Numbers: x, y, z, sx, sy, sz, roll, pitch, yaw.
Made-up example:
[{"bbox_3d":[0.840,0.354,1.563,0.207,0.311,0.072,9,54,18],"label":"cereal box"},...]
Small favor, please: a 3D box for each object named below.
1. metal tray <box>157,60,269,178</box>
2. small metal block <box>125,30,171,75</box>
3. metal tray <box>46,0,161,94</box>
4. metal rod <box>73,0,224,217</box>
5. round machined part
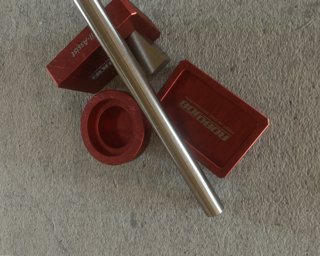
[{"bbox_3d":[0.056,-0.012,0.387,0.130,0.030,0.090,39,102,15],"label":"metal tray"},{"bbox_3d":[-0.015,-0.096,0.396,0.050,0.050,0.025,45,107,-1],"label":"small metal block"},{"bbox_3d":[-0.069,-0.100,0.398,0.130,0.090,0.030,-39,78,15],"label":"metal tray"},{"bbox_3d":[-0.008,-0.021,0.355,0.025,0.025,0.299,-28,103,18],"label":"metal rod"},{"bbox_3d":[-0.054,-0.001,0.415,0.098,0.042,0.097,2,94,25],"label":"round machined part"}]
